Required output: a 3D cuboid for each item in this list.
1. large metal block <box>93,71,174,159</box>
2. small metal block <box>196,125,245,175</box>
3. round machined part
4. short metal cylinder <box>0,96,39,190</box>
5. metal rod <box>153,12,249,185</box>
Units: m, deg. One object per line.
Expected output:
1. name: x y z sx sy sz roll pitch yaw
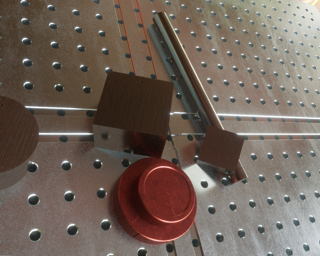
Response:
1. large metal block: -0.030 -0.016 0.373 0.081 0.050 0.080 10 56 -3
2. small metal block: 0.081 0.030 0.414 0.050 0.025 0.050 18 73 9
3. round machined part: 0.000 0.078 0.351 0.099 0.042 0.098 14 56 -21
4. short metal cylinder: -0.162 0.015 0.296 0.081 0.050 0.080 14 56 -21
5. metal rod: 0.055 -0.057 0.474 0.025 0.025 0.299 -10 67 -33
